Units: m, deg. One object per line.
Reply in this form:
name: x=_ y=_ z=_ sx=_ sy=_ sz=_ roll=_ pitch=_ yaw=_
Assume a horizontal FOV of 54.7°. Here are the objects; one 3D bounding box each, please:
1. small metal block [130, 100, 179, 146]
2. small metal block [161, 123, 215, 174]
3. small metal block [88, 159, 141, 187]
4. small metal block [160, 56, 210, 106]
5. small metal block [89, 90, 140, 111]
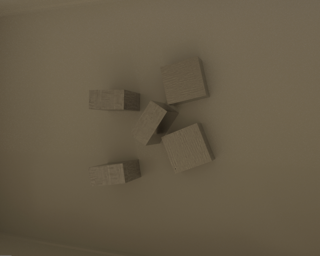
small metal block: x=-0.006 y=-0.006 z=0.398 sx=0.025 sy=0.050 sz=0.050 roll=35 pitch=101 yaw=16
small metal block: x=0.036 y=0.026 z=0.397 sx=0.050 sy=0.025 sz=0.050 roll=-23 pitch=83 yaw=18
small metal block: x=-0.060 y=0.060 z=0.417 sx=0.050 sy=0.050 sz=0.025 roll=-9 pitch=87 yaw=19
small metal block: x=0.032 y=-0.059 z=0.398 sx=0.050 sy=0.025 sz=0.050 roll=-13 pitch=86 yaw=19
small metal block: x=-0.060 y=-0.036 z=0.417 sx=0.050 sy=0.050 sz=0.025 roll=2 pitch=91 yaw=19
